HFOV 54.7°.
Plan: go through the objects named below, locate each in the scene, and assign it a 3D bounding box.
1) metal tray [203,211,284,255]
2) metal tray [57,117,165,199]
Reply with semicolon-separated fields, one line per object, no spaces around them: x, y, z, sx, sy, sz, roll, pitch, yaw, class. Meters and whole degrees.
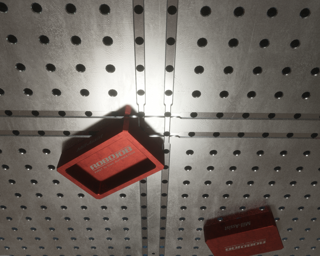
0.159;0.209;0.589;0.130;0.030;0.090;-18;128;14;metal tray
-0.070;0.048;0.447;0.130;0.030;0.090;-29;125;22;metal tray
